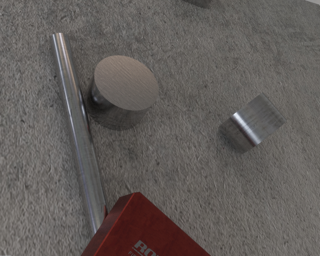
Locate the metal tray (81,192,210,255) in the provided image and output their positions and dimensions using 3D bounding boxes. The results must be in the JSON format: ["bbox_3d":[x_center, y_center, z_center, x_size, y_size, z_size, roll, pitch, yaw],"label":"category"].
[{"bbox_3d":[-0.006,0.137,0.296,0.130,0.030,0.090,45,50,-13],"label":"metal tray"}]

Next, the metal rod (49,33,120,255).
[{"bbox_3d":[-0.087,0.016,0.346,0.025,0.025,0.299,-5,64,-30],"label":"metal rod"}]

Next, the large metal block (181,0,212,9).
[{"bbox_3d":[0.062,-0.288,0.596,0.081,0.050,0.080,11,57,-23],"label":"large metal block"}]

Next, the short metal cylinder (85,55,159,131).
[{"bbox_3d":[-0.049,-0.043,0.388,0.081,0.050,0.080,14,56,-21],"label":"short metal cylinder"}]

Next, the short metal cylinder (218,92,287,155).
[{"bbox_3d":[0.131,-0.006,0.443,0.081,0.080,0.050,-32,80,-38],"label":"short metal cylinder"}]
